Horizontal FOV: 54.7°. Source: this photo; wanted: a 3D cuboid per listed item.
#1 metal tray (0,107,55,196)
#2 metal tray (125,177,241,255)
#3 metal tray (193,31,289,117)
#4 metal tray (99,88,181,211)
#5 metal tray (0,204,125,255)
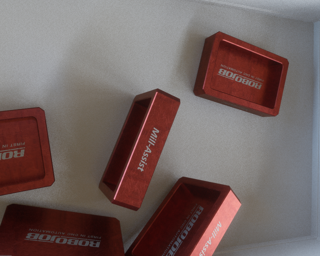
[{"bbox_3d":[-0.189,0.029,0.338,0.131,0.030,0.089,-9,93,-20],"label":"metal tray"},{"bbox_3d":[0.027,0.122,0.371,0.130,0.090,0.030,-50,118,-26],"label":"metal tray"},{"bbox_3d":[0.121,-0.075,0.453,0.131,0.030,0.090,15,85,-20],"label":"metal tray"},{"bbox_3d":[-0.027,0.022,0.366,0.030,0.090,0.130,24,82,-19],"label":"metal tray"},{"bbox_3d":[-0.106,0.130,0.335,0.131,0.090,0.030,14,110,-20],"label":"metal tray"}]
